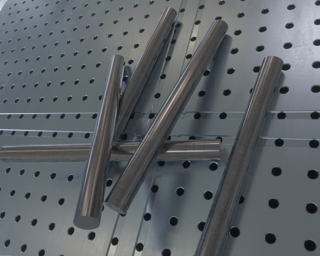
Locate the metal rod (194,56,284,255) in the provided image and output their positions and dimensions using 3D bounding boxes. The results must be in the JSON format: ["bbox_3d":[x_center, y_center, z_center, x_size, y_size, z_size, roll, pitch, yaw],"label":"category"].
[{"bbox_3d":[0.082,0.048,0.336,0.025,0.025,0.300,11,67,33],"label":"metal rod"}]

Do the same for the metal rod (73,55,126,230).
[{"bbox_3d":[-0.070,-0.011,0.404,0.025,0.025,0.300,-20,39,17],"label":"metal rod"}]

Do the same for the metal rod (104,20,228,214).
[{"bbox_3d":[0.021,-0.033,0.385,0.025,0.025,0.300,11,57,33],"label":"metal rod"}]

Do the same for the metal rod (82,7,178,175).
[{"bbox_3d":[-0.038,-0.063,0.467,0.025,0.025,0.300,10,67,32],"label":"metal rod"}]

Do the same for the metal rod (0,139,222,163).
[{"bbox_3d":[-0.075,0.031,0.399,0.301,0.025,0.025,-2,60,16],"label":"metal rod"}]
